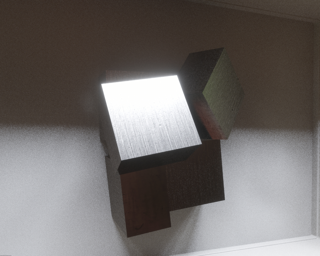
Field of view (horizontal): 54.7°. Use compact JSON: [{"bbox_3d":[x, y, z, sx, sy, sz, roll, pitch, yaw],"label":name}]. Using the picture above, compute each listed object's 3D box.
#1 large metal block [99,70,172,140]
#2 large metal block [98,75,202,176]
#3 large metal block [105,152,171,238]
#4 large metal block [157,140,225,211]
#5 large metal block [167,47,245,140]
[{"bbox_3d":[-0.031,-0.026,0.385,0.081,0.050,0.079,-1,91,-20],"label":"large metal block"},{"bbox_3d":[-0.014,-0.003,0.322,0.081,0.050,0.080,-10,68,-20],"label":"large metal block"},{"bbox_3d":[-0.029,0.073,0.370,0.050,0.080,0.079,-7,93,-20],"label":"large metal block"},{"bbox_3d":[0.034,0.057,0.407,0.081,0.050,0.079,-6,92,-20],"label":"large metal block"},{"bbox_3d":[0.061,-0.042,0.392,0.080,0.050,0.080,55,50,-36],"label":"large metal block"}]
